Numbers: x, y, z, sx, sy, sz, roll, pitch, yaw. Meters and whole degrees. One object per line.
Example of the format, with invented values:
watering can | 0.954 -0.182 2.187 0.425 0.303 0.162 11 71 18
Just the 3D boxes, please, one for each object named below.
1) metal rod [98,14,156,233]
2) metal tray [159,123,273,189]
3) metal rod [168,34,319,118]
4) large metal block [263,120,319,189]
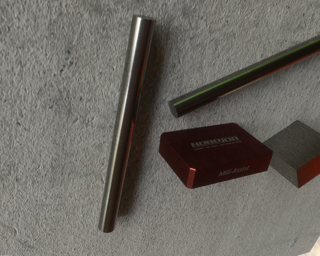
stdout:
metal rod | -0.047 0.014 0.390 0.025 0.025 0.298 -2 119 -28
metal tray | 0.075 0.033 0.428 0.131 0.090 0.030 -8 122 -25
metal rod | 0.150 -0.085 0.438 0.302 0.025 0.025 -25 128 -14
large metal block | 0.236 0.043 0.530 0.080 0.080 0.050 -32 129 -8
